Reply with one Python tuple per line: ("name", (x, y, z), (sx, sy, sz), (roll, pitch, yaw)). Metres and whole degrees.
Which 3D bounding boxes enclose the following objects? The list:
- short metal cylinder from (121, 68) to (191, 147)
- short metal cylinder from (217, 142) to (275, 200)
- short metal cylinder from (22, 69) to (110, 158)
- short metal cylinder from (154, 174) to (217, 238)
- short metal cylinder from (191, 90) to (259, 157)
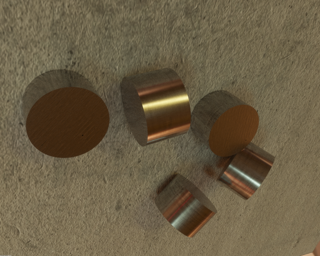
("short metal cylinder", (-0.007, -0.024, 0.352), (0.050, 0.080, 0.079), (-17, 125, -19))
("short metal cylinder", (0.130, 0.062, 0.473), (0.080, 0.050, 0.080), (-54, 170, -14))
("short metal cylinder", (-0.100, -0.016, 0.326), (0.081, 0.050, 0.079), (-14, 124, -21))
("short metal cylinder", (0.038, 0.115, 0.463), (0.050, 0.080, 0.080), (-48, 129, 5))
("short metal cylinder", (0.090, -0.007, 0.435), (0.081, 0.050, 0.079), (-13, 124, -21))
